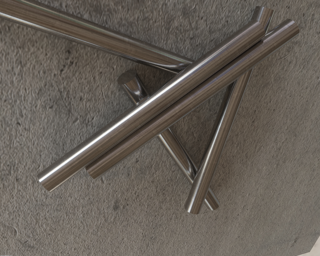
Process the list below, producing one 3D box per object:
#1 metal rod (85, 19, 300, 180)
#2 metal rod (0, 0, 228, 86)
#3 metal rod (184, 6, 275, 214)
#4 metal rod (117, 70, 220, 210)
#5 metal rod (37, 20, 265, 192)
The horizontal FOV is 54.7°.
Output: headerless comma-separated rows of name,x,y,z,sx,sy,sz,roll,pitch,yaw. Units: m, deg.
metal rod,0.040,-0.036,0.372,0.301,0.025,0.025,-36,129,-3
metal rod,-0.042,-0.088,0.330,0.302,0.025,0.025,11,113,-34
metal rod,0.091,-0.013,0.430,0.025,0.025,0.298,7,109,-32
metal rod,0.028,0.037,0.446,0.025,0.025,0.300,-37,130,-4
metal rod,-0.006,-0.028,0.353,0.301,0.025,0.025,-36,130,-4
